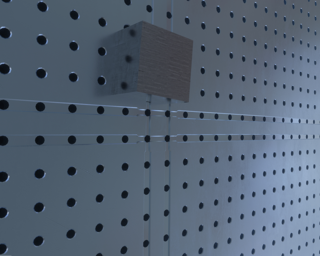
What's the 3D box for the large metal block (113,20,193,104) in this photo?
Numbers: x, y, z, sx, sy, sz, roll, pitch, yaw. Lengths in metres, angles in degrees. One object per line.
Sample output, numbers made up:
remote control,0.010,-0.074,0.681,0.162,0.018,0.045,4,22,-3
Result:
large metal block,-0.007,-0.076,0.385,0.081,0.050,0.080,7,86,-40
